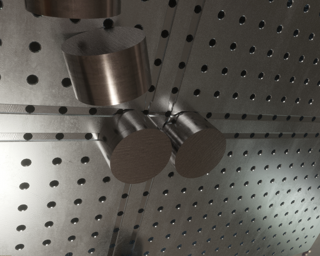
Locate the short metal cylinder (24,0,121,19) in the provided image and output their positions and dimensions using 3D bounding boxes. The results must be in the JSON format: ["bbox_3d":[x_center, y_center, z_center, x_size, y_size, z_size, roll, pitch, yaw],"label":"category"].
[{"bbox_3d":[-0.073,-0.125,0.259,0.081,0.080,0.050,-9,123,-24],"label":"short metal cylinder"}]

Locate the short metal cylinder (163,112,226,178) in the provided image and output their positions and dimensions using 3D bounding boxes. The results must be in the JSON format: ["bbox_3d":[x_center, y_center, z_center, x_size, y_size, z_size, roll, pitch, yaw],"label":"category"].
[{"bbox_3d":[0.045,0.024,0.436,0.081,0.050,0.079,-14,125,-21],"label":"short metal cylinder"}]

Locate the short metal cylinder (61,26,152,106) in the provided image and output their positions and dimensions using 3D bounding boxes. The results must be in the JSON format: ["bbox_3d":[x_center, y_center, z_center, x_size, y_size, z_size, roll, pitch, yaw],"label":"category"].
[{"bbox_3d":[-0.051,-0.064,0.309,0.081,0.080,0.050,-19,126,-17],"label":"short metal cylinder"}]

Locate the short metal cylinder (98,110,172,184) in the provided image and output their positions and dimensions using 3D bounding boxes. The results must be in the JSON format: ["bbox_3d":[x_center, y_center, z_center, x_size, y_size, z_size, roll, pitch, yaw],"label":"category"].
[{"bbox_3d":[-0.032,0.024,0.394,0.081,0.050,0.079,-14,125,-21],"label":"short metal cylinder"}]
